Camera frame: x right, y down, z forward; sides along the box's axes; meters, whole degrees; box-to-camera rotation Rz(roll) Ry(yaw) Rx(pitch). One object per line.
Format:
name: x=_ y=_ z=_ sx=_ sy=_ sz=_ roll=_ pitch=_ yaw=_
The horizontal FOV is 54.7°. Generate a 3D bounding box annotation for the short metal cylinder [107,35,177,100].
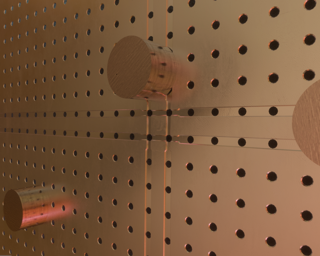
short metal cylinder: x=-0.025 y=-0.078 z=0.414 sx=0.080 sy=0.050 sz=0.079 roll=0 pitch=91 yaw=40

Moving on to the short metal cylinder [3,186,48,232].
short metal cylinder: x=-0.267 y=0.158 z=0.614 sx=0.080 sy=0.050 sz=0.079 roll=0 pitch=90 yaw=40

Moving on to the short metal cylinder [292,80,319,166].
short metal cylinder: x=0.161 y=-0.004 z=0.260 sx=0.080 sy=0.050 sz=0.079 roll=0 pitch=90 yaw=40
